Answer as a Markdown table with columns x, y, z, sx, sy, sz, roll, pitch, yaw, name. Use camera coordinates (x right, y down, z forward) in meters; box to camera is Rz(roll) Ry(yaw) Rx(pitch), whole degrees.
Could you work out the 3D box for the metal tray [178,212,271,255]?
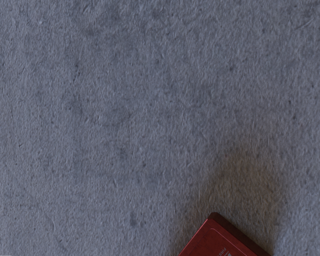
| x | y | z | sx | sy | sz | roll | pitch | yaw | name |
| --- | --- | --- | --- | --- | --- | --- | --- | --- | --- |
| 0.063 | 0.183 | 0.383 | 0.090 | 0.030 | 0.129 | 38 | 102 | 15 | metal tray |
